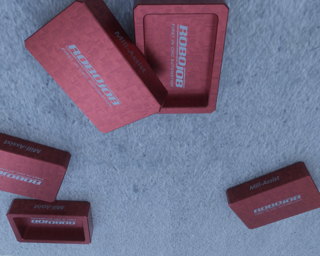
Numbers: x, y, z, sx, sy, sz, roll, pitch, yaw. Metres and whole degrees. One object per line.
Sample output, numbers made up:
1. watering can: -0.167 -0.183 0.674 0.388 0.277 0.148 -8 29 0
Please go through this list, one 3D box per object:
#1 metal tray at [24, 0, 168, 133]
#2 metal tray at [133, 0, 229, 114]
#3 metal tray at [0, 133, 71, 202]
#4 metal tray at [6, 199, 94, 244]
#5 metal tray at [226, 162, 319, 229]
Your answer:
1. metal tray: -0.064 -0.061 0.325 0.090 0.030 0.130 -21 120 33
2. metal tray: 0.020 -0.075 0.339 0.091 0.030 0.129 -1 130 0
3. metal tray: -0.206 0.057 0.449 0.131 0.030 0.089 19 128 -16
4. metal tray: -0.187 0.165 0.541 0.131 0.030 0.089 3 130 -3
5. metal tray: 0.186 0.113 0.504 0.130 0.030 0.090 -27 126 20
